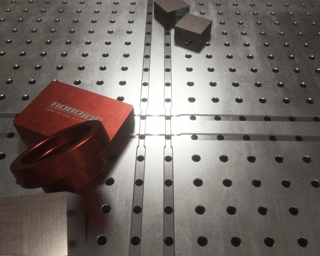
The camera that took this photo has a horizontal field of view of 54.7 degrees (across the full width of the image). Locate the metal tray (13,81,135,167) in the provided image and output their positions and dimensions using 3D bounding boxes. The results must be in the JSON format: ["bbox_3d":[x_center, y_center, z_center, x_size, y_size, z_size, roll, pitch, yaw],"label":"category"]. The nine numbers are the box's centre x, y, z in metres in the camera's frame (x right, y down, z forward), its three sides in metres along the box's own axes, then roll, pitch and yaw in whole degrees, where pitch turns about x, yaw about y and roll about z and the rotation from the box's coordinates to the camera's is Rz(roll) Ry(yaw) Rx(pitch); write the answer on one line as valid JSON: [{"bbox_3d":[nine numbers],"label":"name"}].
[{"bbox_3d":[-0.110,-0.009,0.410,0.130,0.030,0.090,18,52,14],"label":"metal tray"}]

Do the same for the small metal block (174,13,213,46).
[{"bbox_3d":[0.060,-0.178,0.558,0.050,0.025,0.050,24,54,19],"label":"small metal block"}]

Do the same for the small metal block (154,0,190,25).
[{"bbox_3d":[0.022,-0.231,0.602,0.050,0.025,0.050,-24,54,-20],"label":"small metal block"}]

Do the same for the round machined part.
[{"bbox_3d":[-0.096,0.033,0.320,0.098,0.042,0.098,-21,19,8],"label":"round machined part"}]

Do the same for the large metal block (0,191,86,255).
[{"bbox_3d":[-0.117,0.090,0.286,0.081,0.080,0.050,-5,75,-4],"label":"large metal block"}]
